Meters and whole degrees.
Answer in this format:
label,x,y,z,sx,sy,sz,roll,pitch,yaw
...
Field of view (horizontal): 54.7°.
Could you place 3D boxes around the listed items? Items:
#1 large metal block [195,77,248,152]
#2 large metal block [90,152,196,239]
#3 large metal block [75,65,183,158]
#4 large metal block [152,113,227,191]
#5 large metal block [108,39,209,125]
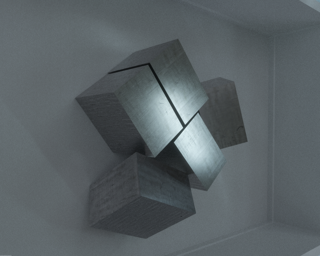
label,x,y,z,sx,sy,sz,roll,pitch,yaw
large metal block,0.076,-0.022,0.427,0.050,0.080,0.080,-16,103,2
large metal block,-0.021,0.079,0.345,0.080,0.080,0.050,28,38,-37
large metal block,-0.034,-0.017,0.342,0.050,0.080,0.080,-45,118,-31
large metal block,0.024,0.028,0.390,0.050,0.080,0.080,-49,120,-29
large metal block,-0.002,-0.050,0.368,0.050,0.080,0.080,-46,118,-30
